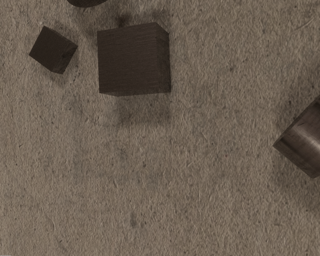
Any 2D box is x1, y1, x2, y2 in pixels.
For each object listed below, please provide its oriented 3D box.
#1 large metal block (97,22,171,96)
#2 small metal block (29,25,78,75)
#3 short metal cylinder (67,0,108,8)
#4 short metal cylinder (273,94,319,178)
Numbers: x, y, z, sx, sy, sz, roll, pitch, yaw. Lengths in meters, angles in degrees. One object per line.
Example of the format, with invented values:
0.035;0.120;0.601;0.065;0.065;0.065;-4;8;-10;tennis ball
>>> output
-0.033;-0.086;0.406;0.080;0.050;0.079;-3;89;19;large metal block
-0.160;-0.116;0.464;0.050;0.025;0.050;36;101;16;small metal block
-0.098;-0.208;0.413;0.080;0.080;0.050;-28;81;17;short metal cylinder
0.165;0.006;0.322;0.050;0.080;0.080;43;103;15;short metal cylinder
